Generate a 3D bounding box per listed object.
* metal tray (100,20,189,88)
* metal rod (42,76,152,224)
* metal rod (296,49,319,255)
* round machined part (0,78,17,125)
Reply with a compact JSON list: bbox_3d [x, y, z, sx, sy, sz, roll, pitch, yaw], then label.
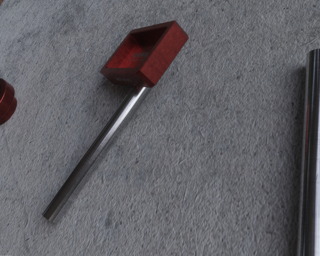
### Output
[{"bbox_3d":[-0.028,-0.106,0.451,0.090,0.030,0.130,-56,32,-11],"label":"metal tray"},{"bbox_3d":[-0.063,-0.003,0.438,0.025,0.025,0.300,24,75,36],"label":"metal rod"},{"bbox_3d":[0.148,0.048,0.296,0.025,0.025,0.300,1,62,28],"label":"metal rod"},{"bbox_3d":[-0.311,-0.042,0.582,0.098,0.042,0.098,-13,56,21],"label":"round machined part"}]
